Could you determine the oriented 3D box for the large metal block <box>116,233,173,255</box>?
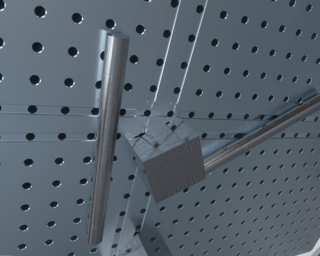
[{"bbox_3d":[-0.030,0.235,0.524,0.080,0.050,0.080,-48,129,6],"label":"large metal block"}]

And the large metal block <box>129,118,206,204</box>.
[{"bbox_3d":[0.012,0.045,0.429,0.081,0.050,0.080,-24,127,-14],"label":"large metal block"}]

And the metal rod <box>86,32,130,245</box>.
[{"bbox_3d":[-0.071,0.033,0.392,0.025,0.025,0.298,-3,120,-27],"label":"metal rod"}]

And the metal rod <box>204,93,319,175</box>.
[{"bbox_3d":[0.153,0.018,0.505,0.302,0.025,0.025,-28,128,-11],"label":"metal rod"}]
